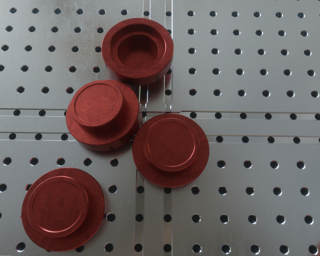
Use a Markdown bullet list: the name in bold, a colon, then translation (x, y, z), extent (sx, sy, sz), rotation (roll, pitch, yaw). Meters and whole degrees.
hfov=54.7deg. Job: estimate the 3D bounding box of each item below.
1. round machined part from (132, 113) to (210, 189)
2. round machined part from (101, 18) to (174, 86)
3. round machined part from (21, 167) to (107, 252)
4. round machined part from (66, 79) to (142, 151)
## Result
- **round machined part**: translation (0.014, 0.026, 0.393), extent (0.099, 0.042, 0.098), rotation (0, 70, -1)
- **round machined part**: translation (-0.031, -0.103, 0.440), extent (0.099, 0.042, 0.098), rotation (0, 70, -1)
- **round machined part**: translation (-0.115, 0.094, 0.367), extent (0.099, 0.042, 0.098), rotation (0, 70, -1)
- **round machined part**: translation (-0.076, -0.023, 0.401), extent (0.099, 0.042, 0.098), rotation (-4, 64, 8)
